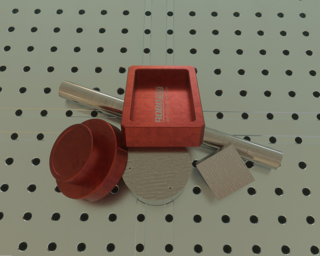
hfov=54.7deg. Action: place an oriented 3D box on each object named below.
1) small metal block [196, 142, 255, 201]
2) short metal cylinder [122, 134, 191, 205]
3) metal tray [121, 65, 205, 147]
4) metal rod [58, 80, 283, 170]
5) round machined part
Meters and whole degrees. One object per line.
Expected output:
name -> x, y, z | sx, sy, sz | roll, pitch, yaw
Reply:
small metal block -> 0.078, 0.052, 0.377 | 0.050, 0.025, 0.050 | -31, 89, 6
short metal cylinder -> -0.004, 0.050, 0.376 | 0.081, 0.050, 0.080 | 0, 70, 0
metal tray -> 0.003, -0.032, 0.386 | 0.091, 0.030, 0.130 | 0, 41, -1
metal rod -> 0.009, -0.006, 0.410 | 0.301, 0.025, 0.025 | 19, 71, 6
round machined part -> -0.089, 0.033, 0.361 | 0.098, 0.042, 0.098 | -15, 61, 29
